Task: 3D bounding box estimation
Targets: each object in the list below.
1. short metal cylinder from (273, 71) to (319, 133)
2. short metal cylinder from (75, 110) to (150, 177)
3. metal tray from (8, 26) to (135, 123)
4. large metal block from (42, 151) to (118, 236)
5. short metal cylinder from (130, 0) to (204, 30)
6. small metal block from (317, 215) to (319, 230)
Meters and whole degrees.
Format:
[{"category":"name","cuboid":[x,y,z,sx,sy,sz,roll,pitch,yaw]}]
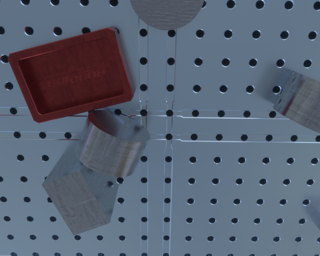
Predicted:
[{"category":"short metal cylinder","cuboid":[0.186,-0.030,0.375,0.080,0.080,0.050,21,109,-8]},{"category":"short metal cylinder","cuboid":[-0.059,0.018,0.390,0.080,0.080,0.050,21,109,-8]},{"category":"metal tray","cuboid":[-0.106,-0.065,0.385,0.131,0.030,0.089,-13,110,4]},{"category":"large metal block","cuboid":[-0.101,0.079,0.412,0.050,0.080,0.080,-21,109,7]},{"category":"short metal cylinder","cuboid":[0.008,-0.151,0.344,0.081,0.050,0.079,0,110,0]},{"category":"small metal block","cuboid":[0.272,0.153,0.459,0.050,0.050,0.025,0,110,0]}]
